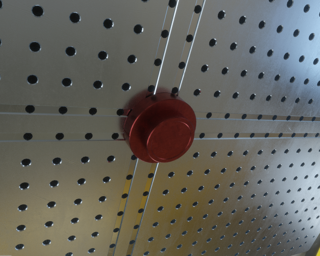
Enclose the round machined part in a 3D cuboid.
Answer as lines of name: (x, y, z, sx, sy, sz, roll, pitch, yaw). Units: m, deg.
round machined part: (0.006, 0.007, 0.409, 0.099, 0.042, 0.097, -14, 125, -21)
